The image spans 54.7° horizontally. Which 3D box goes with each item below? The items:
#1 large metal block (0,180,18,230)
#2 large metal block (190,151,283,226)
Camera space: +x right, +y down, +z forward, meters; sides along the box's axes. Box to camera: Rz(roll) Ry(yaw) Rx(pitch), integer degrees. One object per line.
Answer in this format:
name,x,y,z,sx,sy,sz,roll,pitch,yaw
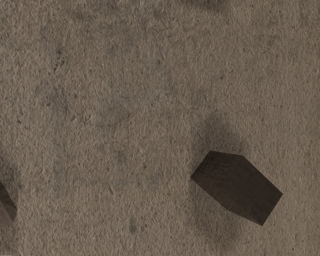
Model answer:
large metal block,-0.208,0.078,0.319,0.081,0.050,0.080,-28,100,-18
large metal block,0.100,0.078,0.419,0.080,0.080,0.050,42,77,-16
